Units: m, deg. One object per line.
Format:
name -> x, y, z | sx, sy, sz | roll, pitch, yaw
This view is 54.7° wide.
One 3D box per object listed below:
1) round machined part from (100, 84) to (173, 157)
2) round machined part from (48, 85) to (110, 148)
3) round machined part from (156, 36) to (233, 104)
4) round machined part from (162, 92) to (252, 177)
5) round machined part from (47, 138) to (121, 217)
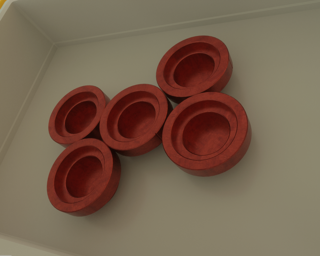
round machined part -> -0.027, -0.007, 0.409 | 0.098, 0.042, 0.098 | -13, 56, 21
round machined part -> -0.111, -0.011, 0.458 | 0.098, 0.042, 0.098 | -13, 56, 21
round machined part -> 0.048, -0.071, 0.410 | 0.098, 0.042, 0.098 | -13, 56, 21
round machined part -> 0.056, 0.010, 0.356 | 0.098, 0.042, 0.098 | -13, 56, 21
round machined part -> -0.092, 0.065, 0.399 | 0.098, 0.042, 0.098 | -13, 56, 21
